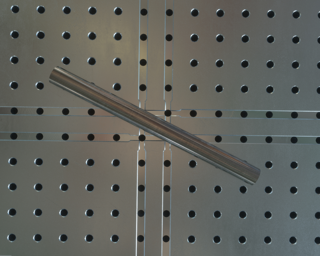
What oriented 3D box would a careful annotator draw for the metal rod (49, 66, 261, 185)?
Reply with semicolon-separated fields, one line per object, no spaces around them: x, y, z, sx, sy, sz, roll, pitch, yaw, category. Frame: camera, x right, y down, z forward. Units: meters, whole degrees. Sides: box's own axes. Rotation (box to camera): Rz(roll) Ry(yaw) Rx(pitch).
-0.006;-0.003;0.413;0.301;0.025;0.025;27;90;-1;metal rod
